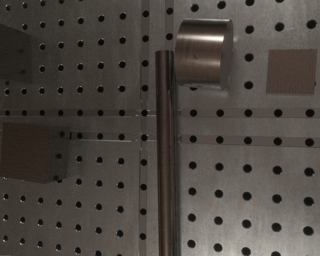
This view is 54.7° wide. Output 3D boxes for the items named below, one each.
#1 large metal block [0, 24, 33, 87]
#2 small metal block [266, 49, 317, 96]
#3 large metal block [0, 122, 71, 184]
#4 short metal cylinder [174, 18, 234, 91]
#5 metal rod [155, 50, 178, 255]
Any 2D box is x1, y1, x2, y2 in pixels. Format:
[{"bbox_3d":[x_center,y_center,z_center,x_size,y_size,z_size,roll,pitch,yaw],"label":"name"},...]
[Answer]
[{"bbox_3d":[-0.243,-0.108,0.467,0.050,0.080,0.079,-3,89,20],"label":"large metal block"},{"bbox_3d":[0.151,-0.063,0.359,0.050,0.025,0.050,4,91,19],"label":"small metal block"},{"bbox_3d":[-0.186,0.034,0.463,0.080,0.050,0.079,5,92,19],"label":"large metal block"},{"bbox_3d":[0.054,-0.086,0.364,0.050,0.080,0.079,9,93,19],"label":"short metal cylinder"},{"bbox_3d":[0.009,0.049,0.408,0.025,0.025,0.298,-1,90,19],"label":"metal rod"}]
